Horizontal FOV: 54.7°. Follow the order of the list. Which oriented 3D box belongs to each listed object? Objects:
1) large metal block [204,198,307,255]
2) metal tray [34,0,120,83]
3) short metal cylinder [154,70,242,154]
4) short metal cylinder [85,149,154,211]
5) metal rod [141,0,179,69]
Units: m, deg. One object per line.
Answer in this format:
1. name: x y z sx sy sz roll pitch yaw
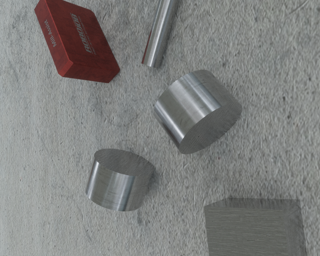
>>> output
1. large metal block: 0.096 0.115 0.310 0.080 0.050 0.080 -9 84 39
2. metal tray: -0.123 -0.131 0.464 0.030 0.091 0.130 -39 66 33
3. short metal cylinder: 0.041 -0.016 0.336 0.080 0.081 0.050 -50 61 28
4. short metal cylinder: -0.054 0.067 0.414 0.080 0.081 0.050 28 108 36
5. metal rod: 0.030 -0.222 0.380 0.025 0.025 0.298 28 107 36
